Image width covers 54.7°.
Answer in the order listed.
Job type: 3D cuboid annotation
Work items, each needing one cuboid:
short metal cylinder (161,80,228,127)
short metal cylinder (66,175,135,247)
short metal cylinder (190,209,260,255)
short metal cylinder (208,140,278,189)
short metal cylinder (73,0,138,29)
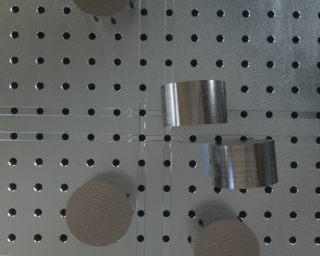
[{"bbox_3d":[0.042,-0.029,0.387,0.081,0.080,0.050,-4,90,-1],"label":"short metal cylinder"},{"bbox_3d":[-0.074,0.104,0.400,0.081,0.050,0.079,0,90,-1],"label":"short metal cylinder"},{"bbox_3d":[0.082,0.151,0.402,0.081,0.050,0.079,0,90,-1],"label":"short metal cylinder"},{"bbox_3d":[0.103,0.043,0.387,0.081,0.080,0.050,-5,90,-1],"label":"short metal cylinder"},{"bbox_3d":[-0.071,-0.175,0.400,0.081,0.050,0.079,0,90,-1],"label":"short metal cylinder"}]
